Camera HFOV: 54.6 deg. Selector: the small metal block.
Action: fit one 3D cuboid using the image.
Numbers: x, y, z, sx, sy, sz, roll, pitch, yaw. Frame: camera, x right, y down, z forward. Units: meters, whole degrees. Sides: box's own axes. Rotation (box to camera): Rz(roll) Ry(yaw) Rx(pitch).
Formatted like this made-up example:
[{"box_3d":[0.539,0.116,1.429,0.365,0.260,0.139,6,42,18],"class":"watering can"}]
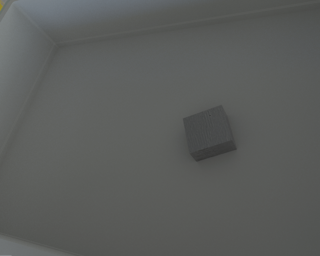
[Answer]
[{"box_3d":[0.059,0.007,0.372,0.050,0.025,0.050,-20,54,17],"class":"small metal block"}]
